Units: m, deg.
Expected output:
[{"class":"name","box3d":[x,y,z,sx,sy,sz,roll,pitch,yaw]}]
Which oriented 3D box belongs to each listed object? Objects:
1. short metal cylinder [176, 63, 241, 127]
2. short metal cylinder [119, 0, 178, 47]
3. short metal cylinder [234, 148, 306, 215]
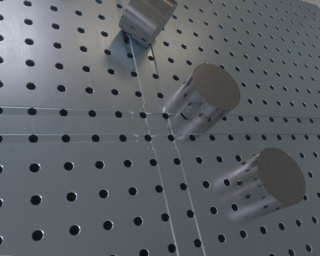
[{"class":"short metal cylinder","box3d":[0.071,-0.049,0.460,0.081,0.050,0.080,13,56,-21]},{"class":"short metal cylinder","box3d":[-0.018,-0.169,0.466,0.050,0.080,0.080,36,51,-4]},{"class":"short metal cylinder","box3d":[0.151,0.074,0.428,0.081,0.050,0.080,14,56,-21]}]
